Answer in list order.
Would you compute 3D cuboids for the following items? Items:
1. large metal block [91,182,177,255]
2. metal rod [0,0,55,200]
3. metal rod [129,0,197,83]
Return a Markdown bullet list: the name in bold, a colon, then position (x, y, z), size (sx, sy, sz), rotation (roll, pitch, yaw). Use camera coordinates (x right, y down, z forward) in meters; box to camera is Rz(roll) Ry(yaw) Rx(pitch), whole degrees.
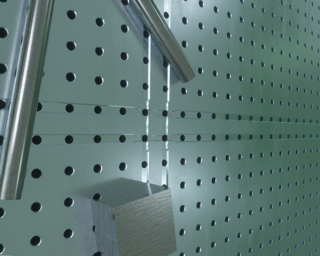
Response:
- **large metal block**: position (-0.030, 0.117, 0.370), size (0.081, 0.050, 0.079), rotation (-10, 97, -40)
- **metal rod**: position (-0.124, -0.082, 0.305), size (0.025, 0.025, 0.298), rotation (12, 82, -40)
- **metal rod**: position (-0.038, -0.180, 0.378), size (0.025, 0.025, 0.300), rotation (-52, 120, -28)
